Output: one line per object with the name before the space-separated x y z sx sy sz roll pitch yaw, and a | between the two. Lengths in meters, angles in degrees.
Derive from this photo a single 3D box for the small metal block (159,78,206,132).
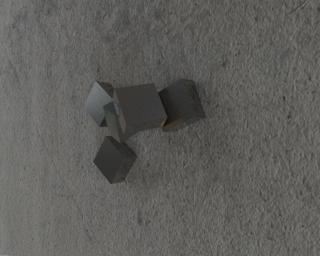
small metal block | 0.023 -0.027 0.386 0.050 0.025 0.050 -26 74 37

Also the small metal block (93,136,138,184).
small metal block | -0.067 0.046 0.461 0.050 0.025 0.050 44 116 31

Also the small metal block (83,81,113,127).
small metal block | -0.086 -0.036 0.476 0.050 0.025 0.050 45 117 30

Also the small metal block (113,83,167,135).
small metal block | -0.025 -0.024 0.375 0.025 0.050 0.050 117 137 -59

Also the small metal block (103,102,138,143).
small metal block | -0.044 -0.016 0.412 0.025 0.050 0.050 36 146 34
